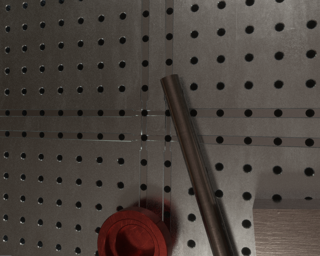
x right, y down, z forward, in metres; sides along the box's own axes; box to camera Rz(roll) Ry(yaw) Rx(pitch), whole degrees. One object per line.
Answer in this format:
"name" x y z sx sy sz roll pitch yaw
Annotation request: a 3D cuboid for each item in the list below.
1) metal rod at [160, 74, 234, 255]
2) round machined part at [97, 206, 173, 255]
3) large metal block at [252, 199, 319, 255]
"metal rod" 0.055 0.076 0.392 0.025 0.025 0.298 -18 84 19
"round machined part" -0.030 0.153 0.413 0.098 0.042 0.097 0 90 19
"large metal block" 0.150 0.125 0.347 0.080 0.050 0.080 -5 89 19
